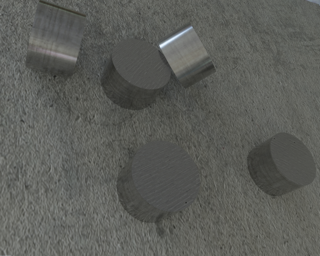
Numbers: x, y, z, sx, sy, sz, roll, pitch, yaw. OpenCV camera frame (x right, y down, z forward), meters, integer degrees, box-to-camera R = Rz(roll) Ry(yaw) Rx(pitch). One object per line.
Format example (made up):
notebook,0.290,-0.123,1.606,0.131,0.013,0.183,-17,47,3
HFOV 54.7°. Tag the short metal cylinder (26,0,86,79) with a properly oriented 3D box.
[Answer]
short metal cylinder,-0.123,-0.103,0.365,0.050,0.080,0.080,13,57,-21

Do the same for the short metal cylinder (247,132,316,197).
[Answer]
short metal cylinder,0.175,0.053,0.449,0.081,0.050,0.080,14,56,-21

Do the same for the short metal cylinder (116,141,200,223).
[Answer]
short metal cylinder,-0.003,0.061,0.349,0.081,0.050,0.080,14,56,-21

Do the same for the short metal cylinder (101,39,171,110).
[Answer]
short metal cylinder,-0.033,-0.071,0.413,0.081,0.050,0.080,14,56,-21

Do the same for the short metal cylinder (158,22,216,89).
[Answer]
short metal cylinder,0.039,-0.103,0.445,0.080,0.050,0.080,57,12,-18
